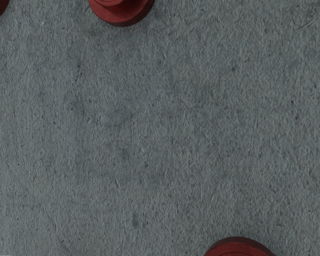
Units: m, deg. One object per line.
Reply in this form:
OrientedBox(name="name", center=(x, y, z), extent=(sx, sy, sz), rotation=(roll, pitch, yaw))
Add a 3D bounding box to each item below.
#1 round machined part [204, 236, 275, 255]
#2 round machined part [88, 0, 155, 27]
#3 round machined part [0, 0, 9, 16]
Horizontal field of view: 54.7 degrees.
OrientedBox(name="round machined part", center=(0.096, 0.177, 0.366), extent=(0.098, 0.042, 0.097), rotation=(0, 90, 20))
OrientedBox(name="round machined part", center=(-0.057, -0.192, 0.420), extent=(0.098, 0.042, 0.097), rotation=(0, 90, 20))
OrientedBox(name="round machined part", center=(-0.297, -0.228, 0.505), extent=(0.098, 0.042, 0.097), rotation=(0, 90, 20))
